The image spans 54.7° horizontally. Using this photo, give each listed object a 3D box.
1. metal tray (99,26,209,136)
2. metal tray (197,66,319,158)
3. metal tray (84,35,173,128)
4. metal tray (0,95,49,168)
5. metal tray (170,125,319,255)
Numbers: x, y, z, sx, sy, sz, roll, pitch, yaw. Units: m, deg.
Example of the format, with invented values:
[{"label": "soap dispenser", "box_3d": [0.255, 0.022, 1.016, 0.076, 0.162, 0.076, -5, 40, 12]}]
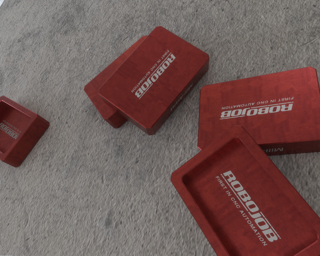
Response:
[{"label": "metal tray", "box_3d": [-0.006, -0.066, 0.419, 0.090, 0.030, 0.130, 36, 78, 16]}, {"label": "metal tray", "box_3d": [0.111, -0.014, 0.351, 0.130, 0.030, 0.090, -7, 58, 24]}, {"label": "metal tray", "box_3d": [-0.043, -0.072, 0.468, 0.130, 0.030, 0.090, -41, 51, 0]}, {"label": "metal tray", "box_3d": [-0.261, 0.002, 0.536, 0.130, 0.030, 0.090, 23, 74, 36]}, {"label": "metal tray", "box_3d": [0.080, 0.073, 0.291, 0.090, 0.030, 0.130, -39, 62, 10]}]
